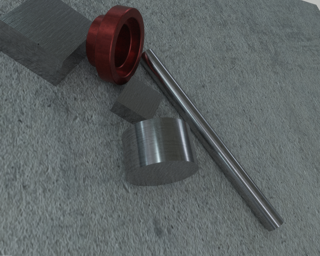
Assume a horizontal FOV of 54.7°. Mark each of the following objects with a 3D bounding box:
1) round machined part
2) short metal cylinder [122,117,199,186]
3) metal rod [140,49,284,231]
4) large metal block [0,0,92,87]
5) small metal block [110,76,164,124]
[{"bbox_3d":[-0.059,-0.108,0.400,0.042,0.097,0.098,17,50,15],"label":"round machined part"},{"bbox_3d":[-0.001,0.029,0.352,0.081,0.080,0.050,4,60,-27],"label":"short metal cylinder"},{"bbox_3d":[0.066,0.010,0.435,0.025,0.025,0.299,-29,78,-38],"label":"metal rod"},{"bbox_3d":[-0.136,-0.112,0.383,0.080,0.050,0.080,34,51,-7],"label":"large metal block"},{"bbox_3d":[-0.029,-0.033,0.409,0.050,0.025,0.050,32,51,-8],"label":"small metal block"}]
